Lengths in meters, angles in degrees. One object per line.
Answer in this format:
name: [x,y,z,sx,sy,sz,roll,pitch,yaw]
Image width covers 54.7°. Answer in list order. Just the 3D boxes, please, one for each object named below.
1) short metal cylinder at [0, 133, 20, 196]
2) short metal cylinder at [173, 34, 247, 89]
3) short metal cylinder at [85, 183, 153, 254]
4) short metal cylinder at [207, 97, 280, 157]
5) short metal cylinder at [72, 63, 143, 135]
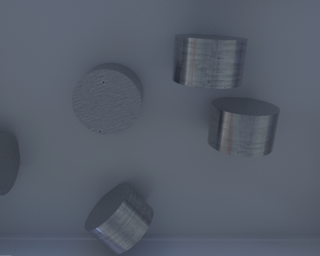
short metal cylinder: [-0.222,0.045,0.395,0.050,0.080,0.079,2,110,-1]
short metal cylinder: [0.056,-0.078,0.354,0.081,0.080,0.050,2,110,-1]
short metal cylinder: [-0.056,0.123,0.427,0.080,0.080,0.050,-38,106,12]
short metal cylinder: [0.101,-0.004,0.382,0.081,0.080,0.050,2,110,-1]
short metal cylinder: [-0.062,-0.037,0.383,0.081,0.050,0.079,0,110,-1]
